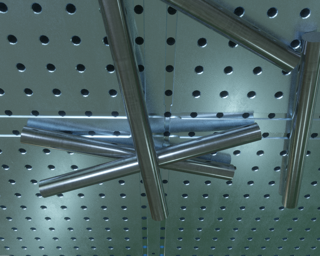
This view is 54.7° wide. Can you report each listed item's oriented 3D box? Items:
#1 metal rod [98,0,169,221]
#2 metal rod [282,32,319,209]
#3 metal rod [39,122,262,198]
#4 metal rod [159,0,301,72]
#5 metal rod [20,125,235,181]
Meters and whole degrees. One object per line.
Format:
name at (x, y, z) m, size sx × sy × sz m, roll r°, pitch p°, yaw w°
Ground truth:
metal rod at (-0.025, -0.010, 0.362) m, size 0.025 × 0.025 × 0.298 m, roll -8°, pitch 118°, yaw 6°
metal rod at (0.192, 0.014, 0.426) m, size 0.025 × 0.025 × 0.298 m, roll -8°, pitch 130°, yaw 6°
metal rod at (-0.013, 0.044, 0.419) m, size 0.302 × 0.025 × 0.025 m, roll -15°, pitch 129°, yaw 1°
metal rod at (0.017, -0.130, 0.301) m, size 0.302 × 0.025 × 0.025 m, roll 23°, pitch 126°, yaw -19°
metal rod at (-0.038, 0.038, 0.443) m, size 0.302 × 0.025 × 0.025 m, roll 11°, pitch 129°, yaw -10°
